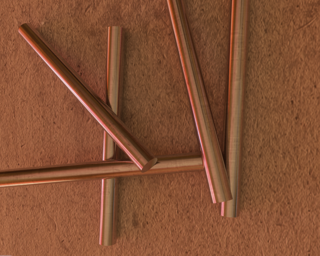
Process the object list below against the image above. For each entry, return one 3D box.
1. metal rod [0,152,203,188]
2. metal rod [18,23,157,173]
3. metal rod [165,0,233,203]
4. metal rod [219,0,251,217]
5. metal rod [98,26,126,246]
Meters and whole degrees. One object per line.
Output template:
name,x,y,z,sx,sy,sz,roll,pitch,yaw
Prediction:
metal rod,-0.087,0.056,0.409,0.301,0.025,0.025,-6,88,8
metal rod,-0.111,-0.054,0.427,0.300,0.025,0.025,45,104,22
metal rod,0.041,-0.060,0.380,0.025,0.025,0.299,-15,80,19
metal rod,0.092,-0.043,0.376,0.025,0.025,0.298,3,91,20
metal rod,-0.067,0.011,0.432,0.025,0.025,0.298,3,91,20
